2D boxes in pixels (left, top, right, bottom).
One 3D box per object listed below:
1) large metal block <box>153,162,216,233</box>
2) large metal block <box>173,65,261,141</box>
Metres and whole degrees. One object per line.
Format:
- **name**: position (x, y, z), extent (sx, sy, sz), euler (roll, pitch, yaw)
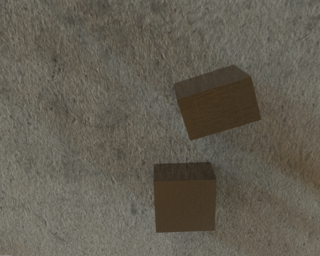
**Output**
- **large metal block**: position (0.033, 0.096, 0.432), extent (0.081, 0.050, 0.079), euler (-2, 110, 0)
- **large metal block**: position (0.064, -0.033, 0.369), extent (0.080, 0.080, 0.050), euler (-17, 109, 6)
